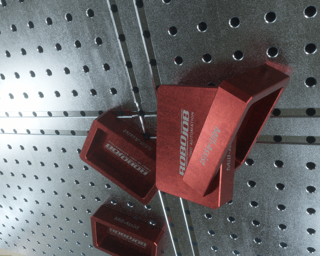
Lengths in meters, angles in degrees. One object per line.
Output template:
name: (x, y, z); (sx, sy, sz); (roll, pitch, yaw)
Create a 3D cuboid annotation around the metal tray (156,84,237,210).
metal tray: (0.039, 0.017, 0.355); (0.090, 0.030, 0.129); (10, 103, 40)

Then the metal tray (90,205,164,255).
metal tray: (-0.061, 0.202, 0.562); (0.130, 0.030, 0.089); (17, 125, 18)

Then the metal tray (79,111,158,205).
metal tray: (-0.050, 0.046, 0.460); (0.130, 0.030, 0.089); (35, 129, 4)

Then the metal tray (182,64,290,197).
metal tray: (0.078, 0.004, 0.326); (0.030, 0.091, 0.129); (38, 132, 27)
